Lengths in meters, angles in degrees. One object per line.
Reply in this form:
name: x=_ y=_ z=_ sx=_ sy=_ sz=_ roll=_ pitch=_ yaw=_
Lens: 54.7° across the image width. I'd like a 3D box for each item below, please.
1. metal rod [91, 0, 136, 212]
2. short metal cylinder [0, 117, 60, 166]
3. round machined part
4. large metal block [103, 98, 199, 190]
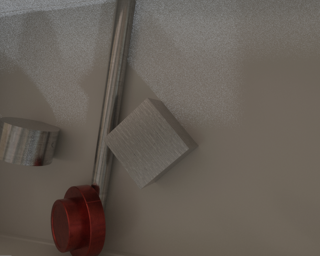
metal rod: x=-0.068 y=-0.029 z=0.433 sx=0.025 sy=0.025 sz=0.298 roll=10 pitch=93 yaw=19
short metal cylinder: x=-0.192 y=0.018 z=0.447 sx=0.080 sy=0.080 sz=0.050 roll=16 pitch=96 yaw=19
round machined part: x=-0.115 y=0.128 z=0.416 sx=0.098 sy=0.042 sz=0.097 roll=0 pitch=90 yaw=52
large metal block: x=-0.011 y=0.019 z=0.400 sx=0.080 sy=0.050 sz=0.080 roll=-42 pitch=77 yaw=15
